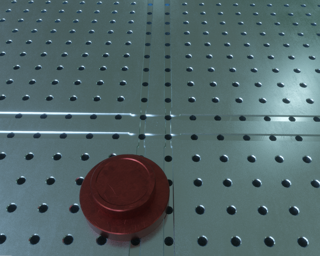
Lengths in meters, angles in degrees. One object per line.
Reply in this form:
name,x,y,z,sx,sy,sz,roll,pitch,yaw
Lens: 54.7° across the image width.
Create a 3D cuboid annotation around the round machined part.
round machined part,-0.039,0.068,0.339,0.099,0.042,0.098,0,50,0
